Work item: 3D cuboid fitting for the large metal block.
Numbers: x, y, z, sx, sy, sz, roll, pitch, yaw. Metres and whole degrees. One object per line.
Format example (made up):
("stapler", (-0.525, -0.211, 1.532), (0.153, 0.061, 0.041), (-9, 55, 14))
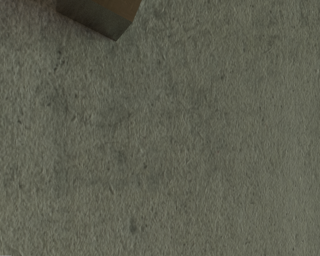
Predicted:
("large metal block", (-0.069, -0.150, 0.355), (0.080, 0.080, 0.050), (23, 82, -19))
